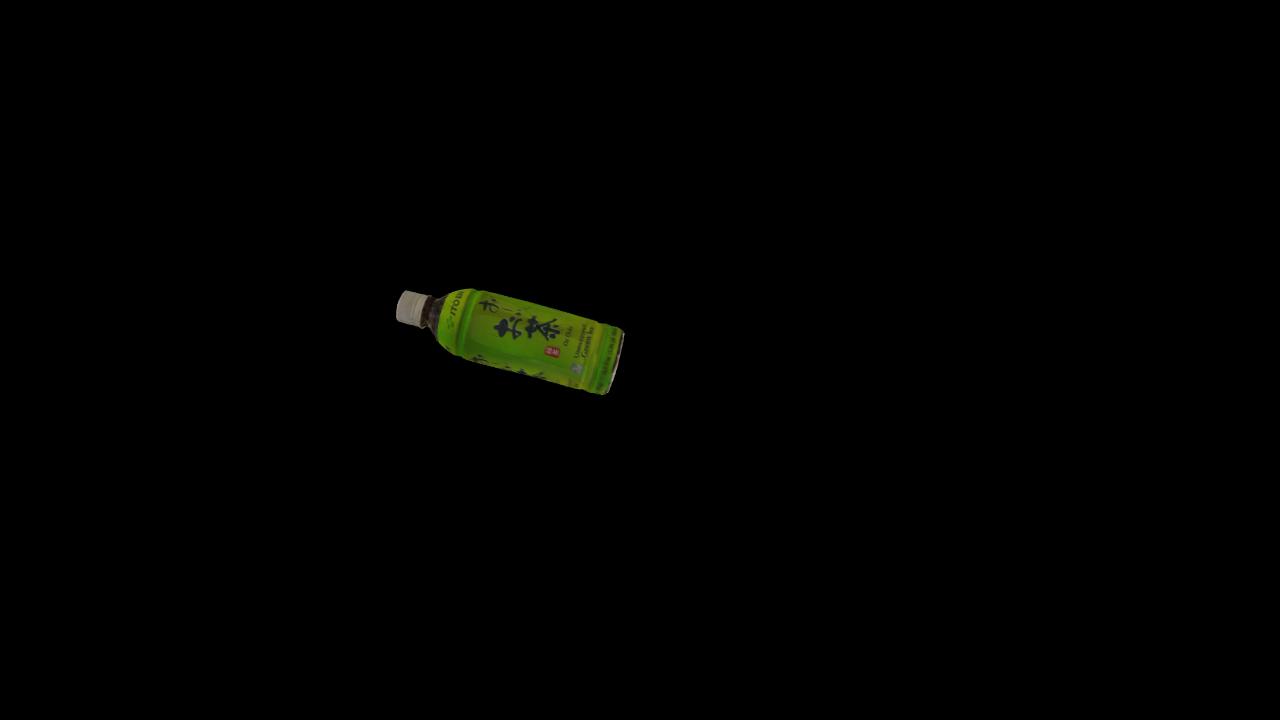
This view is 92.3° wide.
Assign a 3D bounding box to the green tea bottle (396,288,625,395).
[{"bbox_3d":[-0.124,-0.024,0.593,0.212,0.073,0.073,15,-1,-5],"label":"green tea bottle"}]
